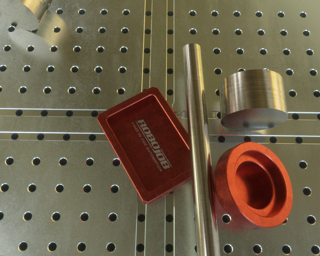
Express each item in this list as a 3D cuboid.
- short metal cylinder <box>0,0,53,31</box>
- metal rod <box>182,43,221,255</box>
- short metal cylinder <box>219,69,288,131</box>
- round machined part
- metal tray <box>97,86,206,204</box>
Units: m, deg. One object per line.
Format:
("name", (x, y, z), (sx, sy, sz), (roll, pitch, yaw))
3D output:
("short metal cylinder", (-0.205, -0.188, 0.450), (0.080, 0.080, 0.050), (15, 71, 5))
("metal rod", (0.048, 0.033, 0.367), (0.025, 0.025, 0.299), (-2, 70, -1))
("short metal cylinder", (0.117, -0.033, 0.395), (0.080, 0.080, 0.050), (1, 70, 0))
("round machined part", (0.104, 0.069, 0.364), (0.099, 0.042, 0.098), (13, 62, -25))
("metal tray", (-0.012, 0.021, 0.401), (0.090, 0.030, 0.130), (-29, 73, -10))
